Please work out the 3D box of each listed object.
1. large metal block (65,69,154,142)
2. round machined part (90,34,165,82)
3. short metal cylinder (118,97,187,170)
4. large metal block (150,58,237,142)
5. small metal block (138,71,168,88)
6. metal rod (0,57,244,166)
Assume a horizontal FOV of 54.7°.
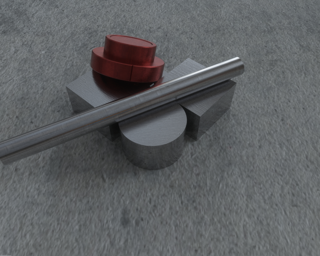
[{"bbox_3d":[-0.065,-0.041,0.420,0.080,0.050,0.080,35,58,25],"label":"large metal block"},{"bbox_3d":[-0.042,-0.097,0.417,0.099,0.042,0.098,10,24,-4],"label":"round machined part"},{"bbox_3d":[-0.009,0.005,0.383,0.081,0.050,0.080,0,50,0],"label":"short metal cylinder"},{"bbox_3d":[0.044,-0.041,0.424,0.080,0.050,0.080,34,58,25],"label":"large metal block"},{"bbox_3d":[-0.011,-0.063,0.457,0.050,0.025,0.050,35,58,25],"label":"small metal block"},{"bbox_3d":[-0.030,-0.028,0.362,0.302,0.025,0.025,-22,54,-18],"label":"metal rod"}]
